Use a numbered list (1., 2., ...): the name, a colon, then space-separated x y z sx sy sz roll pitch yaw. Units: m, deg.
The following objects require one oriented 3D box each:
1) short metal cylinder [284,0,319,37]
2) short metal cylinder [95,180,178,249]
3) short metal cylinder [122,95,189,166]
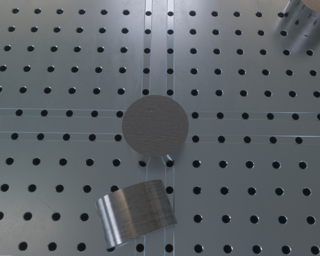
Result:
1. short metal cylinder: 0.238 -0.187 0.468 0.081 0.050 0.080 0 70 0
2. short metal cylinder: -0.027 0.096 0.347 0.080 0.080 0.050 -18 71 -7
3. short metal cylinder: -0.005 0.005 0.397 0.081 0.050 0.080 0 70 0
